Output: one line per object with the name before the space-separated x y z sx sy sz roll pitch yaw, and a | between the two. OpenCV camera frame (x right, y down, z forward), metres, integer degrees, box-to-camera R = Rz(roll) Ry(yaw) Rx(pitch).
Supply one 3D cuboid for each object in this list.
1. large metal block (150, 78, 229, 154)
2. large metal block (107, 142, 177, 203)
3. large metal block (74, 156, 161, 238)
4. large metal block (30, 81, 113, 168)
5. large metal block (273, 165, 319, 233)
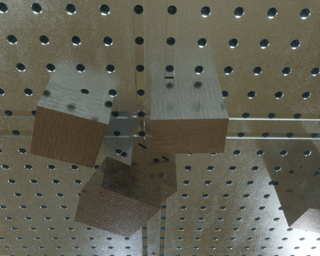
large metal block | 0.031 -0.016 0.363 0.081 0.080 0.050 -1 130 0
large metal block | -0.032 0.078 0.462 0.080 0.050 0.080 31 123 -24
large metal block | -0.055 0.094 0.409 0.080 0.050 0.080 26 125 -21
large metal block | -0.111 -0.002 0.392 0.081 0.050 0.079 15 128 -13
large metal block | 0.233 0.110 0.473 0.081 0.080 0.050 13 129 -12
